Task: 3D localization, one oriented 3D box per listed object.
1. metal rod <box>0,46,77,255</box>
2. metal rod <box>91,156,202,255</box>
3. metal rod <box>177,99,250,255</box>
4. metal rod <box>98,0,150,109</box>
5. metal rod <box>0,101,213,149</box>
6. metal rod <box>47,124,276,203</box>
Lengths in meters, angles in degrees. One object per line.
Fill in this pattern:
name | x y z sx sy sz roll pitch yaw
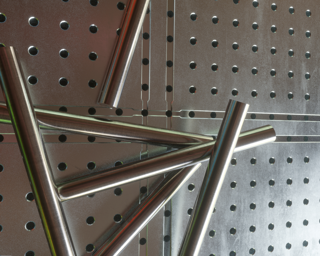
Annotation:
metal rod | -0.127 0.062 0.338 0.025 0.025 0.299 -16 96 -19
metal rod | -0.055 0.146 0.392 0.301 0.025 0.025 -45 104 -15
metal rod | 0.053 0.110 0.397 0.025 0.025 0.298 14 98 -20
metal rod | -0.024 -0.171 0.403 0.025 0.025 0.299 18 84 -19
metal rod | -0.071 0.000 0.386 0.302 0.025 0.025 9 87 -20
metal rod | 0.010 0.044 0.397 0.302 0.025 0.025 -14 95 -13
